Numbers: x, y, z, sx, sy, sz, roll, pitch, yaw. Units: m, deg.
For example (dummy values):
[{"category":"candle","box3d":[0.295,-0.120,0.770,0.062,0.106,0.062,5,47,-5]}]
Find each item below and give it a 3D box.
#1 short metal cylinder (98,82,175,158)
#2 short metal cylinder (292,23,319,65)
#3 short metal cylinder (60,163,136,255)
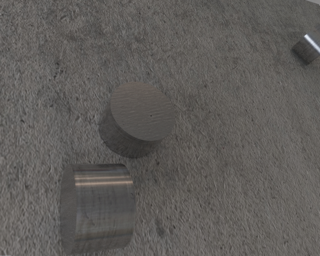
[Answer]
[{"category":"short metal cylinder","box3d":[-0.029,-0.009,0.378,0.081,0.050,0.080,14,56,-21]},{"category":"short metal cylinder","box3d":[0.329,-0.178,0.654,0.081,0.080,0.050,-33,81,-38]},{"category":"short metal cylinder","box3d":[-0.061,0.073,0.291,0.050,0.080,0.080,3,61,-27]}]
